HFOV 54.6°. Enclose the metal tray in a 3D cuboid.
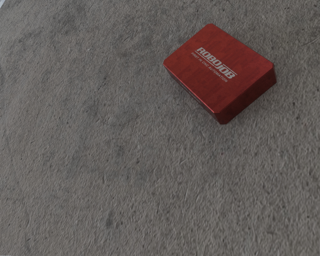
[{"bbox_3d":[0.074,-0.076,0.409,0.090,0.030,0.130,-40,51,1],"label":"metal tray"}]
